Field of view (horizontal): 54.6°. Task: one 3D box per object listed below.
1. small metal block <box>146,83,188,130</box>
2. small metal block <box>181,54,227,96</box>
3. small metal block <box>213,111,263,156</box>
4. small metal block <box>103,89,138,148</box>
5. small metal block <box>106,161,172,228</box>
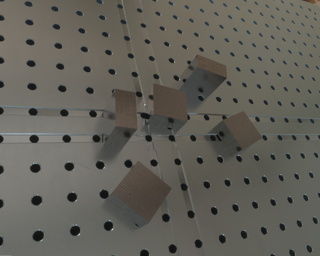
[{"bbox_3d":[0.009,-0.029,0.430,0.050,0.025,0.050,12,57,-22],"label":"small metal block"},{"bbox_3d":[0.067,-0.079,0.476,0.050,0.050,0.025,16,55,-19],"label":"small metal block"},{"bbox_3d":[0.117,0.008,0.466,0.050,0.025,0.050,-21,73,-36],"label":"small metal block"},{"bbox_3d":[-0.049,-0.011,0.372,0.025,0.050,0.050,8,58,-24],"label":"small metal block"},{"bbox_3d":[-0.023,0.074,0.350,0.050,0.025,0.050,40,51,-1],"label":"small metal block"}]
